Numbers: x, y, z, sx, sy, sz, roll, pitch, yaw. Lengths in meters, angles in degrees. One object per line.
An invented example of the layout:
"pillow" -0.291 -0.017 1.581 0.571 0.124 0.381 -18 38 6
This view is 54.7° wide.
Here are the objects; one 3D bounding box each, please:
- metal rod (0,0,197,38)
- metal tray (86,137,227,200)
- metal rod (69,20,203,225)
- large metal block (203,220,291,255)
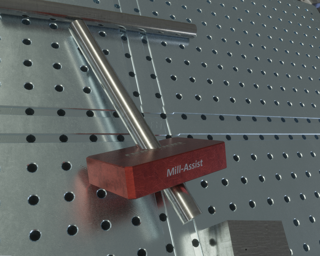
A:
"metal rod" -0.074 -0.164 0.469 0.303 0.025 0.025 -2 63 -30
"metal tray" -0.002 0.038 0.342 0.131 0.090 0.030 -11 98 -37
"metal rod" -0.040 -0.023 0.379 0.025 0.025 0.299 -17 65 -35
"large metal block" 0.103 0.153 0.356 0.081 0.050 0.080 9 58 -24
